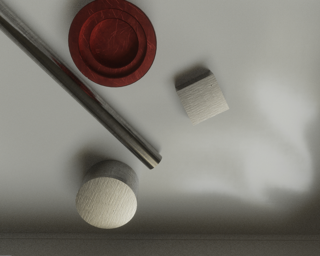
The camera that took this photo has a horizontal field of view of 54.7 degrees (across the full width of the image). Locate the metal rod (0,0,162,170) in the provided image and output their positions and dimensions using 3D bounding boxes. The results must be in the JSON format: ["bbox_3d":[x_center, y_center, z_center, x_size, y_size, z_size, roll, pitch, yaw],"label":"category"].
[{"bbox_3d":[-0.109,-0.054,0.389,0.025,0.025,0.300,-41,106,13],"label":"metal rod"}]

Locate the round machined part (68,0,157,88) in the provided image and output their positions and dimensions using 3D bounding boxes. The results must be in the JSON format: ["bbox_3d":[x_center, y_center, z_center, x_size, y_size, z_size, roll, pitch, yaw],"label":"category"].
[{"bbox_3d":[-0.053,-0.100,0.365,0.099,0.042,0.097,0,110,-1],"label":"round machined part"}]

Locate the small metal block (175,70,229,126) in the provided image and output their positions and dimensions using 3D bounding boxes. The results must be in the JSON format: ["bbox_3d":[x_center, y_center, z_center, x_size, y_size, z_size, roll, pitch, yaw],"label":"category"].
[{"bbox_3d":[0.054,-0.039,0.398,0.050,0.025,0.050,-26,109,8],"label":"small metal block"}]

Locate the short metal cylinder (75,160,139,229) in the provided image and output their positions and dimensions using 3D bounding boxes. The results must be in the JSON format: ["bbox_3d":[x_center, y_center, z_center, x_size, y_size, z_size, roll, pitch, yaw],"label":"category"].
[{"bbox_3d":[-0.071,0.091,0.431,0.081,0.050,0.079,0,110,-1],"label":"short metal cylinder"}]
